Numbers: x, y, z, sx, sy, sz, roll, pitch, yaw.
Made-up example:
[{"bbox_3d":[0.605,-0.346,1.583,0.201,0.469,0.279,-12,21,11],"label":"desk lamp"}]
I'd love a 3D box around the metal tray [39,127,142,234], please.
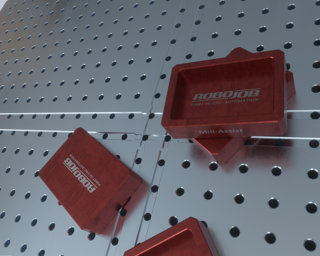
[{"bbox_3d":[-0.098,0.066,0.417,0.130,0.030,0.090,33,80,38],"label":"metal tray"}]

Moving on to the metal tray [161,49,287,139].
[{"bbox_3d":[0.072,-0.036,0.350,0.130,0.030,0.090,-3,60,26],"label":"metal tray"}]

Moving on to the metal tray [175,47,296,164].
[{"bbox_3d":[0.086,-0.031,0.380,0.130,0.030,0.090,-45,51,-3],"label":"metal tray"}]

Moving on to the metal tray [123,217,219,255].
[{"bbox_3d":[0.024,0.164,0.292,0.090,0.030,0.130,-31,52,8],"label":"metal tray"}]
